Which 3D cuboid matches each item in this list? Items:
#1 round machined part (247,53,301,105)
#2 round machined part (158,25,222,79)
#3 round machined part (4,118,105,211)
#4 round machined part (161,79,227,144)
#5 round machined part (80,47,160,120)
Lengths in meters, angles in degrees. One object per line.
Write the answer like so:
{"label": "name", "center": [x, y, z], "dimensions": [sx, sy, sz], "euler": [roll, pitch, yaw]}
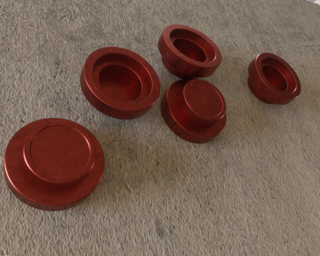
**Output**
{"label": "round machined part", "center": [0.196, -0.082, 0.548], "dimensions": [0.099, 0.042, 0.098], "euler": [14, 56, -21]}
{"label": "round machined part", "center": [0.042, -0.111, 0.476], "dimensions": [0.099, 0.042, 0.098], "euler": [15, 46, -17]}
{"label": "round machined part", "center": [-0.104, 0.031, 0.317], "dimensions": [0.099, 0.042, 0.098], "euler": [14, 56, -21]}
{"label": "round machined part", "center": [0.054, -0.030, 0.440], "dimensions": [0.099, 0.042, 0.098], "euler": [14, 56, -21]}
{"label": "round machined part", "center": [-0.053, -0.053, 0.396], "dimensions": [0.099, 0.042, 0.098], "euler": [14, 56, -21]}
